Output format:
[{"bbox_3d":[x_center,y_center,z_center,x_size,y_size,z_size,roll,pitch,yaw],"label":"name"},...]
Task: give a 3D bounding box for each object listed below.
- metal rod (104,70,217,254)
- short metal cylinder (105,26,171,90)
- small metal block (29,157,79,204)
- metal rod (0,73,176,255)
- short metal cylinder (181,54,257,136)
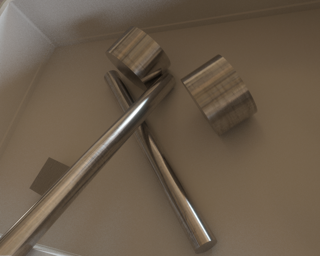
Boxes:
[{"bbox_3d":[-0.016,0.018,0.401,0.025,0.025,0.300,-35,51,5],"label":"metal rod"},{"bbox_3d":[-0.031,-0.099,0.446,0.050,0.080,0.080,-48,52,-6],"label":"short metal cylinder"},{"bbox_3d":[-0.146,0.075,0.434,0.050,0.025,0.050,16,70,34],"label":"small metal block"},{"bbox_3d":[-0.058,0.019,0.341,0.025,0.025,0.301,6,39,31],"label":"metal rod"},{"bbox_3d":[0.067,-0.037,0.357,0.050,0.080,0.080,-34,52,6],"label":"short metal cylinder"}]
